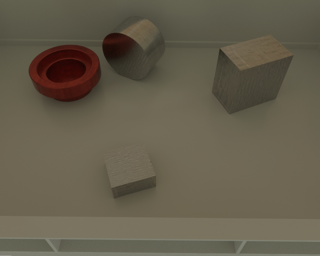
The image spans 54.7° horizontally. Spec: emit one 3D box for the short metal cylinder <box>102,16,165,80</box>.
[{"bbox_3d":[-0.039,-0.121,0.470,0.080,0.080,0.050,22,53,17],"label":"short metal cylinder"}]

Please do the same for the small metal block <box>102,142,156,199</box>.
[{"bbox_3d":[-0.036,0.049,0.364,0.050,0.025,0.050,-14,52,-12],"label":"small metal block"}]

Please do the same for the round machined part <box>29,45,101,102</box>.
[{"bbox_3d":[-0.136,-0.077,0.457,0.099,0.042,0.098,0,50,0],"label":"round machined part"}]

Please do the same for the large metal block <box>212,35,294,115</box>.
[{"bbox_3d":[0.125,-0.074,0.433,0.081,0.080,0.050,-18,53,-15],"label":"large metal block"}]
